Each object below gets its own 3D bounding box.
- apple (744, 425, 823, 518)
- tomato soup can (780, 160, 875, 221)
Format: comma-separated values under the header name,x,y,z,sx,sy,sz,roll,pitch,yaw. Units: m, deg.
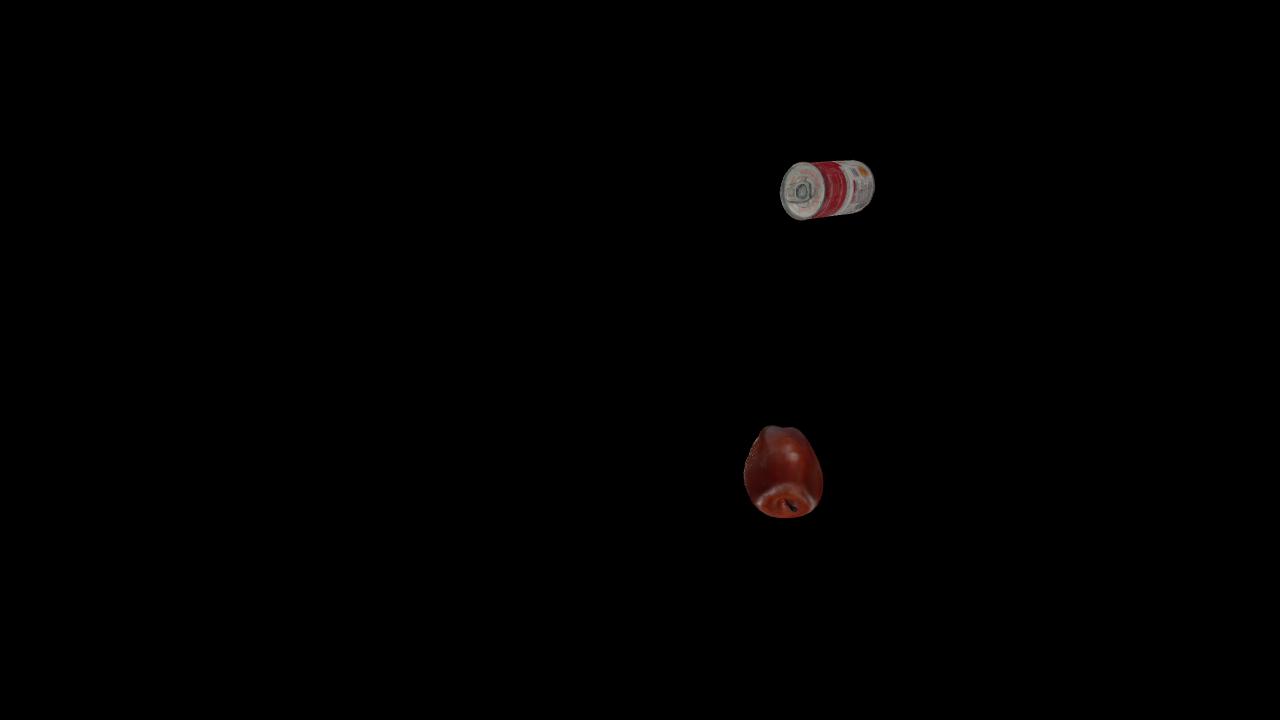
name,x,y,z,sx,sy,sz,roll,pitch,yaw
apple,0.144,0.112,0.613,0.079,0.079,0.093,1,45,1
tomato soup can,0.232,-0.210,0.756,0.101,0.068,0.068,-15,8,-33
